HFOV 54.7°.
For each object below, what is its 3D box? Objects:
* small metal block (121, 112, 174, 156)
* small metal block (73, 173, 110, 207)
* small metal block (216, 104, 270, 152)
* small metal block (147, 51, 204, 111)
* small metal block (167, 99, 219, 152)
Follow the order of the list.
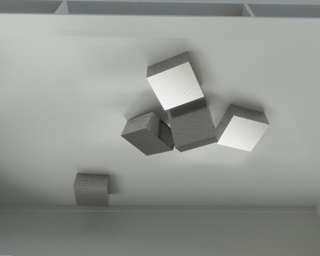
[{"bbox_3d":[-0.014,0.009,0.405,0.050,0.025,0.050,-16,133,44],"label":"small metal block"},{"bbox_3d":[-0.107,0.099,0.492,0.050,0.025,0.050,3,130,-3],"label":"small metal block"},{"bbox_3d":[0.107,0.000,0.410,0.050,0.025,0.050,13,129,-12],"label":"small metal block"},{"bbox_3d":[0.018,-0.054,0.363,0.050,0.025,0.050,-19,128,15],"label":"small metal block"},{"bbox_3d":[0.041,-0.002,0.387,0.050,0.050,0.025,-17,157,13],"label":"small metal block"}]
